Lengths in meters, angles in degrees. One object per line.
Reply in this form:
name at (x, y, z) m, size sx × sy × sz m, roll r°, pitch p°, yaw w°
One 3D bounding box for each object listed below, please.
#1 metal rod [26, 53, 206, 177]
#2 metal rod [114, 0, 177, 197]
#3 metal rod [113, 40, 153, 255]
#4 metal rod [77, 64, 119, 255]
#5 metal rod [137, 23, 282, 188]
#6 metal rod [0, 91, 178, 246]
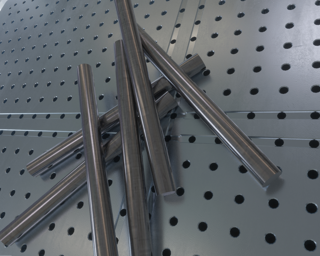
metal rod at (-0.068, -0.016, 0.454) m, size 0.300 × 0.025 × 0.025 m, roll -32°, pitch 52°, yaw 7°
metal rod at (-0.025, -0.061, 0.410) m, size 0.025 × 0.025 × 0.299 m, roll -20°, pitch 70°, yaw 17°
metal rod at (-0.037, 0.013, 0.392) m, size 0.025 × 0.025 × 0.299 m, roll -17°, pitch 64°, yaw 19°
metal rod at (-0.088, 0.022, 0.408) m, size 0.025 × 0.025 × 0.300 m, roll -25°, pitch 53°, yaw 13°
metal rod at (0.036, -0.048, 0.394) m, size 0.025 × 0.025 × 0.300 m, roll -39°, pitch 59°, yaw 2°
metal rod at (-0.097, 0.055, 0.426) m, size 0.300 × 0.025 × 0.025 m, roll -40°, pitch 51°, yaw 1°
